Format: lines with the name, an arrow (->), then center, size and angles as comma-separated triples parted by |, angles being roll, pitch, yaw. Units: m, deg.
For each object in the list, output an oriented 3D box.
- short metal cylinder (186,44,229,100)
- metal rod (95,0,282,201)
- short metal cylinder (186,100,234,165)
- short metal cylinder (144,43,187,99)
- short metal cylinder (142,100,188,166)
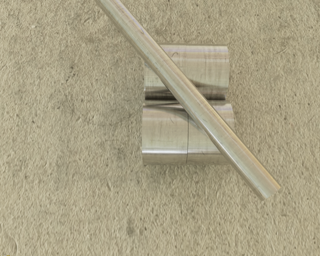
short metal cylinder -> 0.057, -0.069, 0.406 | 0.050, 0.080, 0.080 | 1, 70, 0
metal rod -> 0.020, -0.049, 0.342 | 0.025, 0.025, 0.300 | -35, 74, -12
short metal cylinder -> 0.057, 0.005, 0.379 | 0.050, 0.080, 0.080 | 1, 70, 0
short metal cylinder -> 0.007, -0.070, 0.406 | 0.050, 0.080, 0.080 | 1, 70, 0
short metal cylinder -> 0.006, 0.005, 0.378 | 0.050, 0.080, 0.080 | 1, 70, 0
